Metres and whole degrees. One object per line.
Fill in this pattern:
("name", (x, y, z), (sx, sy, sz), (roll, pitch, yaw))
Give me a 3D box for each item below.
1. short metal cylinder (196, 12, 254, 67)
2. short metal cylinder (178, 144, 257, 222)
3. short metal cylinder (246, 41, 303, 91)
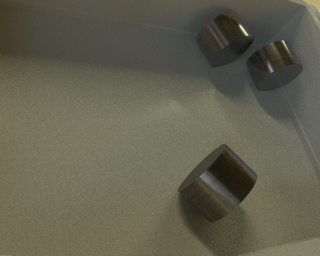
("short metal cylinder", (0.109, -0.147, 0.521), (0.081, 0.080, 0.050), (-19, 72, -36))
("short metal cylinder", (0.068, 0.065, 0.369), (0.050, 0.080, 0.080), (45, 51, 2))
("short metal cylinder", (0.202, -0.108, 0.548), (0.081, 0.080, 0.050), (-5, 64, -31))
